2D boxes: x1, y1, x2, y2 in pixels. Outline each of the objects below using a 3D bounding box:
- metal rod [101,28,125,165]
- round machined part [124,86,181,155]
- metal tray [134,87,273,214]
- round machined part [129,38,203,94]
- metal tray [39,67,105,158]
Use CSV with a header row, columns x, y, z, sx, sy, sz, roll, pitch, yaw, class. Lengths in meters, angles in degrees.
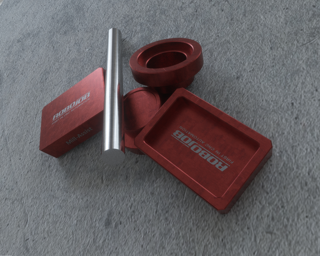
x,y,z,sx,sy,sz,roll,pitch,yaw,class
-0.065,-0.068,0.438,0.025,0.025,0.300,-24,40,13,metal rod
-0.021,-0.016,0.416,0.098,0.042,0.098,-13,56,21,round machined part
0.046,0.021,0.351,0.130,0.030,0.090,35,81,28,metal tray
0.011,-0.083,0.426,0.098,0.042,0.098,-9,38,7,round machined part
-0.123,-0.023,0.467,0.130,0.030,0.090,-30,49,19,metal tray
